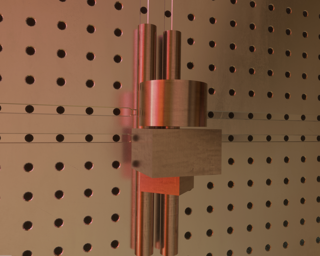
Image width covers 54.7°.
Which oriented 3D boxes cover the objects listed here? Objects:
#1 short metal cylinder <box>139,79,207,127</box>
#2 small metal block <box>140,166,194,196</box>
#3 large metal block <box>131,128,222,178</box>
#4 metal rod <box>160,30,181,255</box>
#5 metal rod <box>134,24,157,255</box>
[{"bbox_3d":[0.016,-0.027,0.368,0.081,0.080,0.050,1,90,-20],"label":"short metal cylinder"},{"bbox_3d":[0.010,0.063,0.380,0.050,0.050,0.025,1,90,-65],"label":"small metal block"},{"bbox_3d":[0.016,0.026,0.364,0.081,0.080,0.050,0,90,-20],"label":"large metal block"},{"bbox_3d":[0.014,0.020,0.420,0.025,0.025,0.298,1,90,-20],"label":"metal rod"},{"bbox_3d":[-0.019,0.015,0.408,0.025,0.025,0.298,1,90,-20],"label":"metal rod"}]
